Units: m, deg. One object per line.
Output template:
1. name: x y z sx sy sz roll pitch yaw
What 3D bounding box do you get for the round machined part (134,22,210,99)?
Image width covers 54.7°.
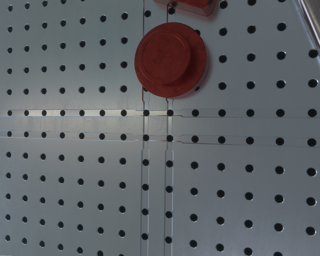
1. round machined part: 0.011 -0.088 0.400 0.098 0.042 0.097 0 90 20

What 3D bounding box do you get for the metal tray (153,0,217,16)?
1. metal tray: 0.044 -0.221 0.394 0.090 0.030 0.129 24 98 18

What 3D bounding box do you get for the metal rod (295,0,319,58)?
1. metal rod: 0.152 -0.194 0.358 0.025 0.025 0.299 -22 83 19
